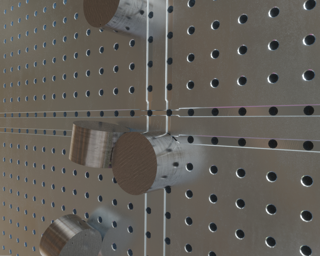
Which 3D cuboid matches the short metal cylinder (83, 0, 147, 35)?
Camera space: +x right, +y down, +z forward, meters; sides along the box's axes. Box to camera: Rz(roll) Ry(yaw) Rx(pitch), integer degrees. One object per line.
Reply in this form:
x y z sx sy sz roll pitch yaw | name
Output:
-0.065 -0.180 0.447 0.080 0.050 0.079 0 90 40 | short metal cylinder

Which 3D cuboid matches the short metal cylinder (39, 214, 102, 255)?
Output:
-0.140 0.185 0.489 0.050 0.081 0.079 20 103 38 | short metal cylinder

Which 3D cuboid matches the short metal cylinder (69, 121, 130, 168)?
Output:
-0.087 0.022 0.445 0.080 0.081 0.050 16 100 39 | short metal cylinder

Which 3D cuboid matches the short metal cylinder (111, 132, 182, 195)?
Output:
-0.018 0.044 0.408 0.080 0.050 0.079 0 90 40 | short metal cylinder
